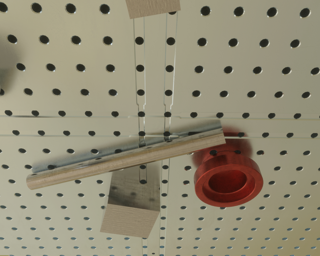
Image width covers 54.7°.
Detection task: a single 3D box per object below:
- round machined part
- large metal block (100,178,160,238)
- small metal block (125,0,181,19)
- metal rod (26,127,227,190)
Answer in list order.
[{"bbox_3d":[0.100,0.073,0.464,0.099,0.042,0.097,-1,130,0],"label":"round machined part"},{"bbox_3d":[-0.049,0.132,0.508,0.081,0.050,0.079,11,129,-10],"label":"large metal block"},{"bbox_3d":[-0.009,-0.137,0.295,0.050,0.025,0.050,-8,130,6],"label":"small metal block"},{"bbox_3d":[-0.056,0.047,0.451,0.301,0.025,0.025,-14,129,11],"label":"metal rod"}]
